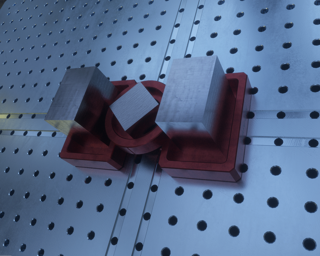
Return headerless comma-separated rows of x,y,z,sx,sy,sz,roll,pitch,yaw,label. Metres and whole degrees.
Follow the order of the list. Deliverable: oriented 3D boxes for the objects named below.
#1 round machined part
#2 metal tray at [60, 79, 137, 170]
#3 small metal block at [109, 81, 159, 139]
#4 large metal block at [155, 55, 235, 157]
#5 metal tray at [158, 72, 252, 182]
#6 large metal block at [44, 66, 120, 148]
-0.018,-0.010,0.402,0.098,0.042,0.098,-13,56,21,round machined part
-0.082,-0.007,0.452,0.090,0.030,0.130,1,62,28,metal tray
-0.028,-0.022,0.384,0.050,0.025,0.050,-39,51,2,small metal block
0.044,-0.022,0.346,0.050,0.080,0.080,2,63,29,large metal block
0.057,-0.004,0.377,0.090,0.030,0.130,0,61,28,metal tray
-0.097,-0.026,0.423,0.050,0.080,0.080,1,62,29,large metal block
